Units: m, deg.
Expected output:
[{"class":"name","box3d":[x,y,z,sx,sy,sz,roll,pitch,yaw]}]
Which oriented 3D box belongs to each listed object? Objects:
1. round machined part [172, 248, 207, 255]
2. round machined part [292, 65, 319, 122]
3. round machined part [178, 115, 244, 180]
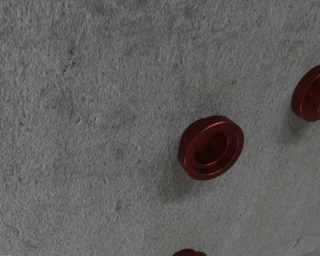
[{"class":"round machined part","box3d":[0.049,0.270,0.589,0.099,0.042,0.097,-14,124,-21]},{"class":"round machined part","box3d":[0.271,-0.053,0.511,0.099,0.042,0.097,-14,124,-21]},{"class":"round machined part","box3d":[0.069,0.024,0.448,0.099,0.042,0.097,-14,124,-21]}]
